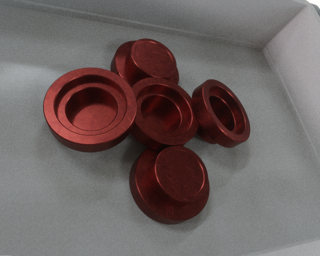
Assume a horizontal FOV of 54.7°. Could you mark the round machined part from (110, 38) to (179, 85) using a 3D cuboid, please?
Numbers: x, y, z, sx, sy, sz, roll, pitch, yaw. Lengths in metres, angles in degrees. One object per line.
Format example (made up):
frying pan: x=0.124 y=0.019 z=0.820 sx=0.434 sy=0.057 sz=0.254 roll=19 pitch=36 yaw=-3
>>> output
round machined part: x=-0.016 y=-0.086 z=0.436 sx=0.099 sy=0.042 sz=0.098 roll=14 pitch=56 yaw=-21

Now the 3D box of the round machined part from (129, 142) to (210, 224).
round machined part: x=0.017 y=0.059 z=0.365 sx=0.099 sy=0.042 sz=0.098 roll=14 pitch=56 yaw=-21

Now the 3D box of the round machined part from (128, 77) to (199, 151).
round machined part: x=-0.002 y=-0.014 z=0.399 sx=0.099 sy=0.042 sz=0.098 roll=14 pitch=56 yaw=-21

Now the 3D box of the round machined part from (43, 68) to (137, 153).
round machined part: x=-0.077 y=-0.017 z=0.351 sx=0.099 sy=0.042 sz=0.098 roll=4 pitch=62 yaw=-7

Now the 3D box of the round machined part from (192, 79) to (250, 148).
round machined part: x=0.079 y=-0.016 z=0.434 sx=0.098 sy=0.042 sz=0.098 roll=27 pitch=46 yaw=-31
